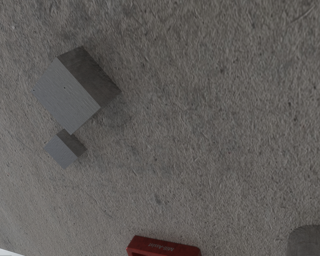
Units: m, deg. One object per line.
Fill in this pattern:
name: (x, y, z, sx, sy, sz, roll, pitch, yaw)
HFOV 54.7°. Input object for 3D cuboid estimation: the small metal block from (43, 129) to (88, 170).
small metal block: (-0.156, 0.034, 0.510, 0.050, 0.025, 0.050, 49, 129, -6)

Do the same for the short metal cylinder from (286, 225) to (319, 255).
short metal cylinder: (0.202, 0.170, 0.390, 0.080, 0.050, 0.079, 13, 124, 21)

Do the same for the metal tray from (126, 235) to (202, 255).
metal tray: (0.012, 0.242, 0.547, 0.130, 0.030, 0.089, 0, 119, 28)

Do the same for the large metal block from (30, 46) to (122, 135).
large metal block: (-0.114, -0.050, 0.420, 0.080, 0.050, 0.080, 49, 129, -7)
